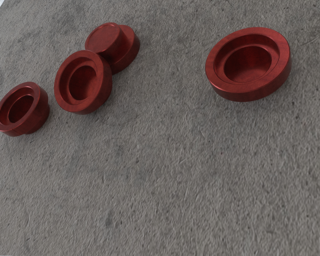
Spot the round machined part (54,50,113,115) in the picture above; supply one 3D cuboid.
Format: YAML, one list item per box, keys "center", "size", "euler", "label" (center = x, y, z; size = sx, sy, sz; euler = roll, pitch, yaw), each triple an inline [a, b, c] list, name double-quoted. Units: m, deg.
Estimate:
- center: [-0.114, -0.068, 0.483]
  size: [0.098, 0.042, 0.098]
  euler: [-6, 77, 27]
  label: "round machined part"

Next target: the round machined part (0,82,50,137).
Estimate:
- center: [-0.231, -0.028, 0.531]
  size: [0.098, 0.042, 0.098]
  euler: [-13, 56, 21]
  label: "round machined part"

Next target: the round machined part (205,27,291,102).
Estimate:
- center: [0.109, -0.073, 0.380]
  size: [0.098, 0.042, 0.098]
  euler: [-13, 56, 21]
  label: "round machined part"

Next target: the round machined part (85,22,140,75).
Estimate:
- center: [-0.087, -0.139, 0.524]
  size: [0.098, 0.042, 0.098]
  euler: [-13, 56, 21]
  label: "round machined part"
